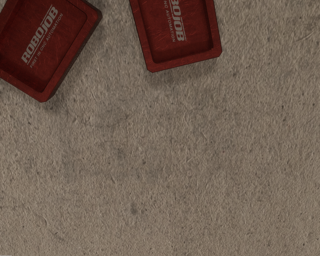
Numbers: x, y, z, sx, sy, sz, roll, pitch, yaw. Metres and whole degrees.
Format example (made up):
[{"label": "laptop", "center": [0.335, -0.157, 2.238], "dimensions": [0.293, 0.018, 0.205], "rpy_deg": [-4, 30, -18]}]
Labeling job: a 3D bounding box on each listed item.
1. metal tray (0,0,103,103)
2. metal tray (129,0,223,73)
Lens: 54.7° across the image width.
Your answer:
[{"label": "metal tray", "center": [-0.141, -0.107, 0.365], "dimensions": [0.090, 0.030, 0.129], "rpy_deg": [34, 106, -12]}, {"label": "metal tray", "center": [0.014, -0.138, 0.356], "dimensions": [0.090, 0.030, 0.129], "rpy_deg": [-13, 110, 4]}]
